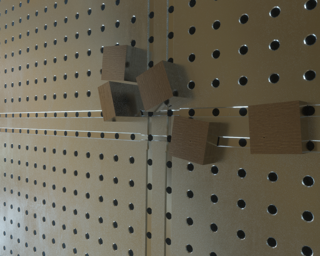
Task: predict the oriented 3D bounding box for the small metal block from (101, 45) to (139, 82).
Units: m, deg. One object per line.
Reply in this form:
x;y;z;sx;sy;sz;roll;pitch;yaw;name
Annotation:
-0.060;-0.094;0.460;0.050;0.025;0.050;9;96;39;small metal block

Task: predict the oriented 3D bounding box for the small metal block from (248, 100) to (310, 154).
0.119;0.001;0.312;0.050;0.025;0.050;-4;87;40;small metal block

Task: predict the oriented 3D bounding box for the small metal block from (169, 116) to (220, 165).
0.041;0.014;0.376;0.050;0.025;0.050;13;98;39;small metal block

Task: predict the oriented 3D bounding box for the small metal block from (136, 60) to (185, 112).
0.000;-0.054;0.411;0.050;0.025;0.050;-26;74;37;small metal block

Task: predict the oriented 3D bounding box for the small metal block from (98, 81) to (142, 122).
-0.057;-0.036;0.441;0.025;0.050;0.050;-20;77;38;small metal block
